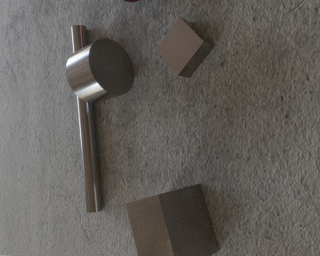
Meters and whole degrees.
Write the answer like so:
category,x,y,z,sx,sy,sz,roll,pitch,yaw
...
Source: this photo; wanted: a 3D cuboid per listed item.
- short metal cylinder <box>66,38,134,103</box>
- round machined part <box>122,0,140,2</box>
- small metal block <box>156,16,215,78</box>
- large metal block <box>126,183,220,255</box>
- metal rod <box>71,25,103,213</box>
category,x,y,z,sx,sy,sz,roll,pitch,yaw
short metal cylinder,-0.082,-0.079,0.435,0.050,0.081,0.080,-14,82,39
round machined part,-0.029,-0.219,0.416,0.098,0.042,0.097,0,90,39
small metal block,0.030,-0.098,0.379,0.050,0.025,0.050,-51,61,27
large metal block,0.016,0.114,0.354,0.050,0.081,0.080,-25,75,37
metal rod,-0.118,-0.017,0.499,0.025,0.025,0.298,-10,84,39
